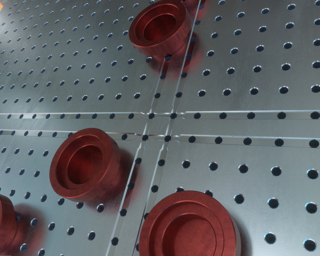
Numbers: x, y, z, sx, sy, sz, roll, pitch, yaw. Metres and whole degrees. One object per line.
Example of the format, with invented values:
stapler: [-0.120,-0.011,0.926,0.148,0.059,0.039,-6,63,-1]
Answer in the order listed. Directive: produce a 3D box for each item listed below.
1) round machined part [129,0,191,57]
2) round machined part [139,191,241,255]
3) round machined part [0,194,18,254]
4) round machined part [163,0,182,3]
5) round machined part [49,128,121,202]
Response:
round machined part: [0.003,-0.152,0.490,0.098,0.042,0.098,-13,56,21]
round machined part: [0.032,0.116,0.310,0.098,0.042,0.098,-13,56,21]
round machined part: [-0.244,0.143,0.440,0.098,0.042,0.098,-13,56,21]
round machined part: [0.025,-0.261,0.545,0.098,0.042,0.098,-13,56,21]
round machined part: [-0.095,0.052,0.416,0.098,0.042,0.098,-13,56,21]
